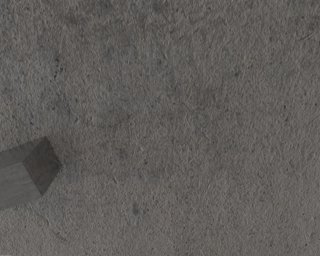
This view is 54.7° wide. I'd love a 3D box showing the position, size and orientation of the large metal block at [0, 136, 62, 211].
[{"bbox_3d":[-0.186,0.059,0.401,0.080,0.080,0.050,-19,109,7],"label":"large metal block"}]
